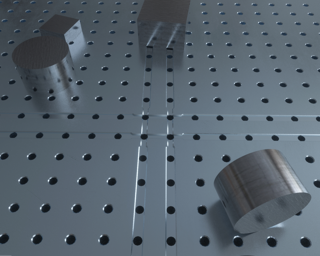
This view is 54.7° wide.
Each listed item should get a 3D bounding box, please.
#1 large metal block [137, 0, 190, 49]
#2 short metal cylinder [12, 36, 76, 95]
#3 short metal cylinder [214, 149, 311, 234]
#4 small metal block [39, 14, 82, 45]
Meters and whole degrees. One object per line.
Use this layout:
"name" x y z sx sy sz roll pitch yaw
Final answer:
"large metal block" 0.009 -0.188 0.549 0.080 0.050 0.080 7 50 6
"short metal cylinder" -0.174 -0.096 0.470 0.080 0.050 0.080 0 50 0
"short metal cylinder" 0.102 0.066 0.317 0.081 0.080 0.050 -13 51 -11
"small metal block" -0.176 -0.175 0.553 0.050 0.025 0.050 17 52 13
